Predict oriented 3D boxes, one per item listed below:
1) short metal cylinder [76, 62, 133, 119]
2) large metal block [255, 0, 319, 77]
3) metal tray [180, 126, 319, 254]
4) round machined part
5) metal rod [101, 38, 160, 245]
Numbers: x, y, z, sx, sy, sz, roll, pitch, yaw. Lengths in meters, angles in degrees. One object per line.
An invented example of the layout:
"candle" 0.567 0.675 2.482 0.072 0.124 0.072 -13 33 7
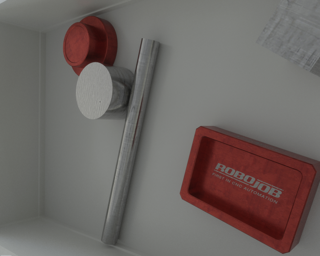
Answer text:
"short metal cylinder" -0.077 -0.052 0.452 0.080 0.050 0.079 0 90 39
"large metal block" 0.137 -0.088 0.257 0.050 0.081 0.079 42 115 31
"metal tray" 0.089 0.058 0.328 0.130 0.030 0.089 21 103 37
"round machined part" -0.116 -0.128 0.489 0.098 0.042 0.097 0 90 39
"metal rod" -0.044 0.026 0.440 0.025 0.025 0.298 21 103 38
